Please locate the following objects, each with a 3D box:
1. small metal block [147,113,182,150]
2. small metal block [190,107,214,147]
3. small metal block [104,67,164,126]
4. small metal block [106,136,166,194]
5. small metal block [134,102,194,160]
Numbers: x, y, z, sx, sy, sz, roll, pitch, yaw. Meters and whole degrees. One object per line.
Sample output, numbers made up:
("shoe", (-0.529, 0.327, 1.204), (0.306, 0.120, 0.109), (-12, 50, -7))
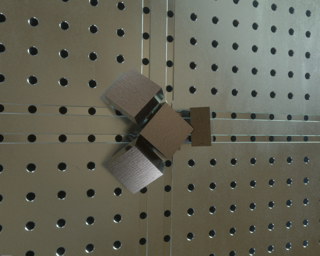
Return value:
("small metal block", (0.000, 0.004, 0.412), (0.050, 0.025, 0.050), (2, 92, -20))
("small metal block", (0.057, -0.002, 0.417), (0.025, 0.050, 0.050), (-2, 91, 13))
("small metal block", (-0.031, -0.040, 0.388), (0.050, 0.025, 0.050), (36, 75, 20))
("small metal block", (-0.030, 0.047, 0.388), (0.050, 0.025, 0.050), (-38, 105, 22))
("small metal block", (0.005, 0.004, 0.387), (0.050, 0.025, 0.050), (43, 76, -16))
